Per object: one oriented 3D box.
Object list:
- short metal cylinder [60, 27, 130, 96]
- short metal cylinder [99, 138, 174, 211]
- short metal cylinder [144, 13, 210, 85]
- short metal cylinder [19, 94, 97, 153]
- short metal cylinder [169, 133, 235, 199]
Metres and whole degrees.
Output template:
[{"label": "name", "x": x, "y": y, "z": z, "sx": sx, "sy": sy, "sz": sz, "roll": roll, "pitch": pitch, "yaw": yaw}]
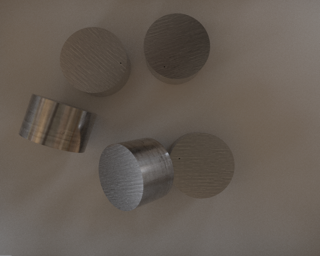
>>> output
[{"label": "short metal cylinder", "x": -0.080, "y": -0.082, "z": 0.398, "sx": 0.081, "sy": 0.050, "sz": 0.079, "roll": 0, "pitch": 90, "yaw": -1}, {"label": "short metal cylinder", "x": -0.030, "y": 0.055, "z": 0.378, "sx": 0.080, "sy": 0.050, "sz": 0.079, "roll": 8, "pitch": 102, "yaw": 42}, {"label": "short metal cylinder", "x": 0.020, "y": -0.099, "z": 0.399, "sx": 0.081, "sy": 0.050, "sz": 0.079, "roll": 0, "pitch": 90, "yaw": -1}, {"label": "short metal cylinder", "x": -0.124, "y": -0.006, "z": 0.382, "sx": 0.080, "sy": 0.080, "sz": 0.050, "roll": 18, "pitch": 90, "yaw": -1}, {"label": "short metal cylinder", "x": 0.050, "y": 0.046, "z": 0.400, "sx": 0.081, "sy": 0.050, "sz": 0.079, "roll": 0, "pitch": 90, "yaw": -1}]
